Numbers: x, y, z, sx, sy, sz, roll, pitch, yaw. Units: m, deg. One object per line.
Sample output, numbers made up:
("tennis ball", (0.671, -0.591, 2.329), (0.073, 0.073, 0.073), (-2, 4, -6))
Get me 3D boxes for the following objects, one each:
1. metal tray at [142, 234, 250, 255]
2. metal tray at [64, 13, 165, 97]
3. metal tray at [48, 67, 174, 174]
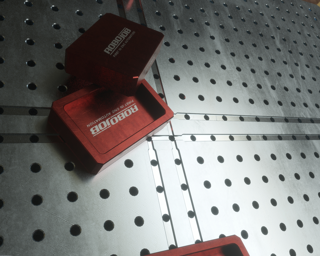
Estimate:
("metal tray", (0.044, 0.166, 0.311), (0.131, 0.030, 0.090), (-1, 46, -28))
("metal tray", (-0.055, -0.102, 0.410), (0.090, 0.030, 0.130), (21, 42, 1))
("metal tray", (-0.056, -0.015, 0.383), (0.131, 0.030, 0.090), (-35, 81, -38))
